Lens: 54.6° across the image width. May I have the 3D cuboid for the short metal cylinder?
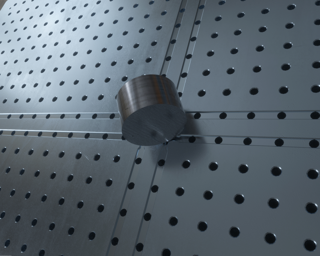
[{"bbox_3d":[-0.012,-0.021,0.392,0.080,0.080,0.050,-25,52,13],"label":"short metal cylinder"}]
